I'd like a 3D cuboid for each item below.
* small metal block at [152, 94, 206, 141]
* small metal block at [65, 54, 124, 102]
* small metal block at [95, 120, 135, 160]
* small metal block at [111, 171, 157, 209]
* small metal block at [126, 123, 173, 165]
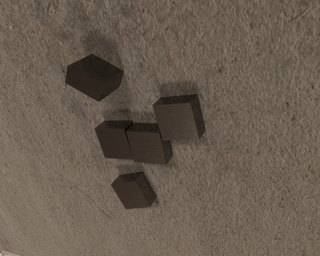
[{"bbox_3d":[0.024,-0.012,0.385,0.050,0.025,0.050,-2,118,29],"label":"small metal block"},{"bbox_3d":[-0.082,-0.065,0.392,0.050,0.050,0.025,30,128,9],"label":"small metal block"},{"bbox_3d":[-0.060,0.017,0.447,0.050,0.025,0.050,0,119,28],"label":"small metal block"},{"bbox_3d":[-0.041,0.099,0.488,0.050,0.025,0.050,-15,111,34],"label":"small metal block"},{"bbox_3d":[-0.013,0.021,0.426,0.050,0.025,0.050,3,120,26],"label":"small metal block"}]
